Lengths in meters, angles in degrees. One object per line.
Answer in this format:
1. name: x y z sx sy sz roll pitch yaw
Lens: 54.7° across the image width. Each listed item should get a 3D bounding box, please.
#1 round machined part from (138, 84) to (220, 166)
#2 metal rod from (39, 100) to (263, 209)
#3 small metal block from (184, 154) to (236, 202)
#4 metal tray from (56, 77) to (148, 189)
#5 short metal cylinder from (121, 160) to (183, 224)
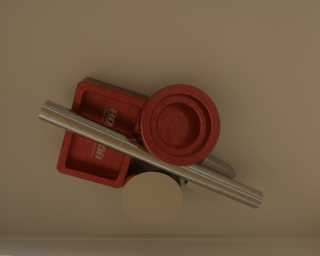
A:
1. round machined part: 0.021 -0.003 0.387 0.099 0.042 0.097 0 88 -14
2. metal rod: -0.002 0.038 0.393 0.302 0.025 0.025 24 108 -12
3. small metal block: 0.069 0.067 0.435 0.050 0.025 0.050 30 107 -11
4. metal tray: -0.075 0.009 0.408 0.091 0.030 0.129 17 109 -7
5. short metal cylinder: -0.011 0.084 0.426 0.081 0.050 0.079 0 110 -1
